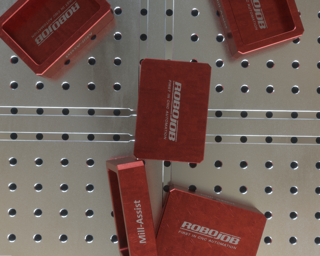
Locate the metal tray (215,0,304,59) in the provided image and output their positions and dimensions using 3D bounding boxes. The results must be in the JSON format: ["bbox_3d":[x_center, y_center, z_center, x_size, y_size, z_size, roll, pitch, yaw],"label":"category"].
[{"bbox_3d":[0.124,-0.169,0.412,0.090,0.030,0.129,-18,90,-1],"label":"metal tray"}]

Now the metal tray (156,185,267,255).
[{"bbox_3d":[0.064,0.138,0.412,0.131,0.030,0.090,17,90,-1],"label":"metal tray"}]

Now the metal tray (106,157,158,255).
[{"bbox_3d":[-0.036,0.104,0.378,0.030,0.090,0.129,-9,90,-18],"label":"metal tray"}]

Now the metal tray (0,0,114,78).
[{"bbox_3d":[-0.138,-0.141,0.408,0.130,0.030,0.090,-44,91,0],"label":"metal tray"}]

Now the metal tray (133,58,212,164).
[{"bbox_3d":[0.016,-0.022,0.411,0.091,0.030,0.129,5,90,-1],"label":"metal tray"}]
